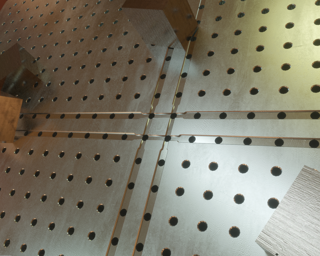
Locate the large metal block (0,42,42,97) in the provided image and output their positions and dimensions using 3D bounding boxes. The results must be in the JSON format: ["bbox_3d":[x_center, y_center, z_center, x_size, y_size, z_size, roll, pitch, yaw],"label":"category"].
[{"bbox_3d":[-0.291,-0.109,0.614,0.080,0.050,0.080,-35,51,5],"label":"large metal block"}]

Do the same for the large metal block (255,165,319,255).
[{"bbox_3d":[0.142,0.091,0.262,0.080,0.050,0.080,30,78,37],"label":"large metal block"}]

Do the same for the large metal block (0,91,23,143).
[{"bbox_3d":[-0.294,-0.024,0.545,0.080,0.050,0.080,18,96,35],"label":"large metal block"}]

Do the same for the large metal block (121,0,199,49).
[{"bbox_3d":[0.002,-0.172,0.479,0.080,0.080,0.050,19,72,35],"label":"large metal block"}]
